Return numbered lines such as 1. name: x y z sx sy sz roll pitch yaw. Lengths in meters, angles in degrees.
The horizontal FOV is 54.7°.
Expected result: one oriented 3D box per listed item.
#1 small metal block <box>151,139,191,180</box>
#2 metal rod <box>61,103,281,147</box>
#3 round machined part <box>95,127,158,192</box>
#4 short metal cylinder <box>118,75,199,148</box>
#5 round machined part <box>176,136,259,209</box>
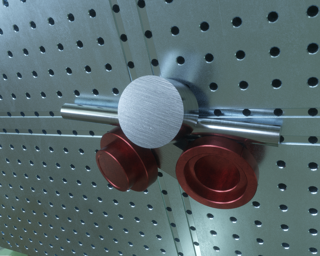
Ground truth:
1. small metal block: 0.016 0.034 0.419 0.050 0.025 0.050 32 129 7
2. metal rod: -0.004 -0.008 0.403 0.301 0.025 0.025 7 122 24
3. round machined part: -0.053 0.050 0.437 0.098 0.042 0.097 29 137 31
4. short metal cylinder: -0.001 -0.019 0.360 0.080 0.050 0.079 1 94 25
5. round machined part: 0.073 0.050 0.385 0.098 0.042 0.097 12 125 17
